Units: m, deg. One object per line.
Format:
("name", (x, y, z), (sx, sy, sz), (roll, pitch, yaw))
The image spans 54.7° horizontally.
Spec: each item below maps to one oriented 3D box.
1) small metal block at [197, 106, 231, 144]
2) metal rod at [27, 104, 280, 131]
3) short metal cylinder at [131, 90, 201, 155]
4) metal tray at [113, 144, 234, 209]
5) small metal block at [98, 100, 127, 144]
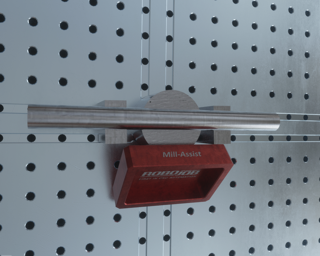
("small metal block", (0.072, -0.004, 0.426), (0.025, 0.050, 0.050), (-1, 91, -20))
("metal rod", (0.010, -0.010, 0.363), (0.302, 0.025, 0.025), (1, 90, -20))
("short metal cylinder", (0.007, -0.007, 0.401), (0.081, 0.050, 0.080), (0, 90, -20))
("metal tray", (0.014, 0.060, 0.386), (0.131, 0.089, 0.030), (0, 47, -20))
("small metal block", (-0.059, -0.007, 0.378), (0.025, 0.050, 0.050), (-1, 91, -20))
